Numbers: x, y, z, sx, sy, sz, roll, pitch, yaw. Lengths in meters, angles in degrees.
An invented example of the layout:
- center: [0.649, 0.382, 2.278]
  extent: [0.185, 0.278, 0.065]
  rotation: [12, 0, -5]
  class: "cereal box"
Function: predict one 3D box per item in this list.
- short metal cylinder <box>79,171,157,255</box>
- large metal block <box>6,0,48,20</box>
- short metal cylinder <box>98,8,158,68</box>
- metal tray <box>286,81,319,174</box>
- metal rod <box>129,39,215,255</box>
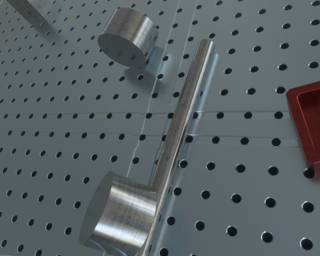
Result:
- center: [-0.046, 0.093, 0.333]
  extent: [0.080, 0.050, 0.080]
  rotation: [-54, 19, 29]
  class: "short metal cylinder"
- center: [-0.313, -0.318, 0.728]
  extent: [0.050, 0.080, 0.080]
  rotation: [-5, 60, 25]
  class: "large metal block"
- center: [-0.049, -0.138, 0.482]
  extent: [0.080, 0.080, 0.050]
  rotation: [11, 67, 32]
  class: "short metal cylinder"
- center: [0.204, -0.013, 0.305]
  extent: [0.130, 0.030, 0.090]
  rotation: [-15, 56, 19]
  class: "metal tray"
- center: [0.021, 0.012, 0.388]
  extent: [0.025, 0.025, 0.300]
  rotation: [6, 64, 30]
  class: "metal rod"
